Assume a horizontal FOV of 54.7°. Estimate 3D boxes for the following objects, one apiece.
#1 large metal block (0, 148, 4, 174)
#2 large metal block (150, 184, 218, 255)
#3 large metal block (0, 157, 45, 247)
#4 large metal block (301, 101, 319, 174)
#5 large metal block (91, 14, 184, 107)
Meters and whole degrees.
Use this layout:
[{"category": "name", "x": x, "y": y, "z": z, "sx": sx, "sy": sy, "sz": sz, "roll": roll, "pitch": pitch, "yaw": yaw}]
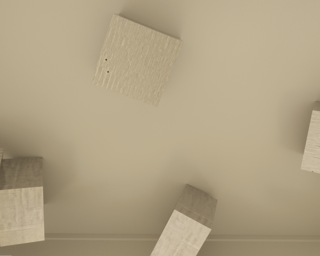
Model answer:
[{"category": "large metal block", "x": -0.235, "y": 0.065, "z": 0.362, "sx": 0.081, "sy": 0.080, "sz": 0.050, "roll": 7, "pitch": 127, "yaw": -23}, {"category": "large metal block", "x": 0.035, "y": 0.136, "z": 0.426, "sx": 0.050, "sy": 0.080, "sz": 0.079, "roll": 27, "pitch": 109, "yaw": 8}, {"category": "large metal block", "x": -0.180, "y": 0.093, "z": 0.408, "sx": 0.050, "sy": 0.080, "sz": 0.079, "roll": -2, "pitch": 112, "yaw": -20}, {"category": "large metal block", "x": 0.230, "y": 0.016, "z": 0.388, "sx": 0.080, "sy": 0.050, "sz": 0.079, "roll": 12, "pitch": 113, "yaw": 26}, {"category": "large metal block", "x": -0.026, "y": -0.081, "z": 0.368, "sx": 0.080, "sy": 0.050, "sz": 0.079, "roll": 20, "pitch": 109, "yaw": -7}]
